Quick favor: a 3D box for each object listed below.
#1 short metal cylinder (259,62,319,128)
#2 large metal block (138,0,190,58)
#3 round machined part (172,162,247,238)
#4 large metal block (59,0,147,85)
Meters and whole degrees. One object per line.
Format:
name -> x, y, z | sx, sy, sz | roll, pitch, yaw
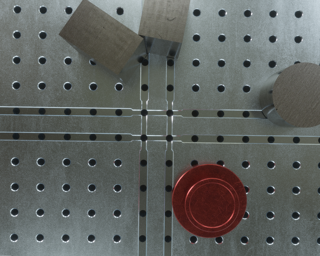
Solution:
short metal cylinder -> 0.177, -0.040, 0.402 | 0.081, 0.050, 0.080 | 0, 90, 0
large metal block -> 0.008, -0.139, 0.386 | 0.050, 0.080, 0.080 | 11, 90, 0
round machined part -> 0.065, 0.096, 0.405 | 0.099, 0.042, 0.097 | 0, 90, 0
large metal block -> -0.066, -0.102, 0.385 | 0.080, 0.080, 0.050 | 34, 90, 0
